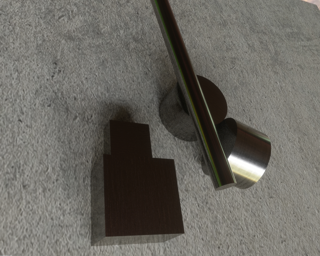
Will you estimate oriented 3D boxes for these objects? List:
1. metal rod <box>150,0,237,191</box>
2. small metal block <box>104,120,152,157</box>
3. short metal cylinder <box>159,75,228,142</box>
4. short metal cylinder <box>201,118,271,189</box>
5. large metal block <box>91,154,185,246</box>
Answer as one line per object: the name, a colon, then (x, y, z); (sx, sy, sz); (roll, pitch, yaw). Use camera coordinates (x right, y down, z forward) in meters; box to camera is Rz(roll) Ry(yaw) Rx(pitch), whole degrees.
metal rod: (0.034, -0.067, 0.400); (0.025, 0.025, 0.299); (-2, 62, -29)
small metal block: (-0.039, 0.020, 0.372); (0.050, 0.025, 0.050); (7, 59, -25)
short metal cylinder: (0.046, -0.027, 0.431); (0.081, 0.050, 0.080); (14, 56, -21)
short metal cylinder: (0.097, 0.033, 0.403); (0.050, 0.080, 0.080); (24, 53, -14)
large metal block: (-0.027, 0.077, 0.328); (0.081, 0.050, 0.080); (7, 59, -25)
